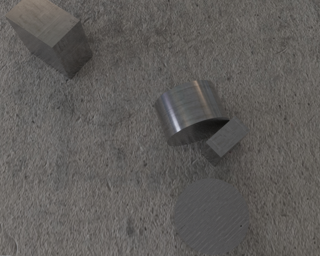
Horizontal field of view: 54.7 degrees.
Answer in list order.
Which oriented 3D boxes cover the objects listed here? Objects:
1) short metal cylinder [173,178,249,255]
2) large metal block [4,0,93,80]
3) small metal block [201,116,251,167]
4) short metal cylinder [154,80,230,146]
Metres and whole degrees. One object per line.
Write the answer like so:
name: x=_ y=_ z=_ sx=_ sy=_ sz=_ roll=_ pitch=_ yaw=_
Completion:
short metal cylinder: x=0.056 y=0.102 z=0.358 sx=0.081 sy=0.050 sz=0.080 roll=0 pitch=70 yaw=0
large metal block: x=-0.147 y=-0.124 z=0.423 sx=0.080 sy=0.080 sz=0.050 roll=34 pitch=74 yaw=11
small metal block: x=0.081 y=0.018 z=0.389 sx=0.050 sy=0.050 sz=0.025 roll=-40 pitch=75 yaw=-13
short metal cylinder: x=0.039 y=-0.017 z=0.385 sx=0.080 sy=0.080 sz=0.050 roll=-17 pitch=71 yaw=-6
